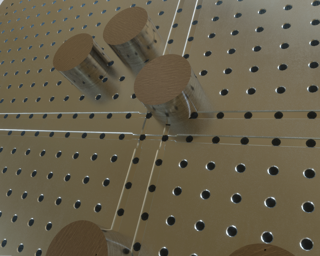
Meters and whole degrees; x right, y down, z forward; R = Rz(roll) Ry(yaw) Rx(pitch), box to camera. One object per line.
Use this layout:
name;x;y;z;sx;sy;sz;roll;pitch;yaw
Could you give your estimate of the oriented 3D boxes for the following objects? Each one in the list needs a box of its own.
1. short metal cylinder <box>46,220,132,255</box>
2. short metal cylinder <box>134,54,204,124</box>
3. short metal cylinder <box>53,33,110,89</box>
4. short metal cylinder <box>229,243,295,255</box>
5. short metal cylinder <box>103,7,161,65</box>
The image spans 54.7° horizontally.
short metal cylinder;-0.078;0.148;0.341;0.080;0.050;0.080;-13;57;20
short metal cylinder;0.012;-0.052;0.416;0.080;0.050;0.080;-13;56;20
short metal cylinder;-0.134;-0.114;0.530;0.080;0.050;0.080;-13;56;21
short metal cylinder;0.091;0.142;0.257;0.080;0.050;0.080;-13;57;20
short metal cylinder;-0.045;-0.150;0.506;0.080;0.050;0.080;-13;56;20
